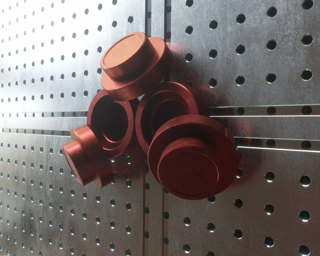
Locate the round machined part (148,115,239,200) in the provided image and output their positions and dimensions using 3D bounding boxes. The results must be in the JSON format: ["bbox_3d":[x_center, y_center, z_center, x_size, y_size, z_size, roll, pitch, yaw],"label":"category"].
[{"bbox_3d":[0.035,0.038,0.333,0.098,0.042,0.097,4,118,9],"label":"round machined part"}]

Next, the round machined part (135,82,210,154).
[{"bbox_3d":[0.019,-0.006,0.380,0.098,0.042,0.097,0,90,39],"label":"round machined part"}]

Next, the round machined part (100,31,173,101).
[{"bbox_3d":[-0.036,-0.084,0.393,0.098,0.042,0.098,-22,41,21],"label":"round machined part"}]

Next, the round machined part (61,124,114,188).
[{"bbox_3d":[-0.111,0.047,0.457,0.098,0.042,0.097,46,152,35],"label":"round machined part"}]

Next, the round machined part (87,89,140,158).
[{"bbox_3d":[-0.057,-0.008,0.442,0.098,0.042,0.097,0,90,39],"label":"round machined part"}]
